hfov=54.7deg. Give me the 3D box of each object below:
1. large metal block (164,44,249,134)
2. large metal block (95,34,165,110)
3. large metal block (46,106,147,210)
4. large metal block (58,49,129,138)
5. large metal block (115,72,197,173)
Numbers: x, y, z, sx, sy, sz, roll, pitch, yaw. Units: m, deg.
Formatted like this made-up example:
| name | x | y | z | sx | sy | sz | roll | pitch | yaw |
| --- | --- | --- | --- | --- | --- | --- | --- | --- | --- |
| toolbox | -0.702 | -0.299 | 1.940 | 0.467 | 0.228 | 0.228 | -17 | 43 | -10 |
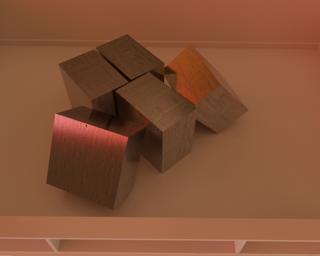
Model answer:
| name | x | y | z | sx | sy | sz | roll | pitch | yaw |
| --- | --- | --- | --- | --- | --- | --- | --- | --- | --- |
| large metal block | 0.058 | -0.049 | 0.401 | 0.050 | 0.080 | 0.080 | -41 | 51 | 18 |
| large metal block | -0.039 | -0.067 | 0.423 | 0.050 | 0.080 | 0.080 | -32 | 57 | -24 |
| large metal block | -0.068 | 0.029 | 0.334 | 0.080 | 0.079 | 0.050 | 17 | 17 | 13 |
| large metal block | -0.081 | -0.041 | 0.401 | 0.050 | 0.080 | 0.080 | -31 | 57 | -23 |
| large metal block | -0.005 | -0.006 | 0.372 | 0.050 | 0.080 | 0.080 | -34 | 58 | -25 |
